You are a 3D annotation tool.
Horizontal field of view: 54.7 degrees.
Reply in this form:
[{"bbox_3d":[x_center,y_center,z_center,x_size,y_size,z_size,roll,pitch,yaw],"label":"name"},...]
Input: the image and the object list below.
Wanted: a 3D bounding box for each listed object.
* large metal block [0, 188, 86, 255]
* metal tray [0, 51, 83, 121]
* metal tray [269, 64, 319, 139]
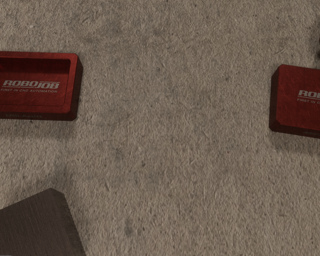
[{"bbox_3d":[-0.141,0.124,0.348,0.080,0.050,0.080,-23,72,-9],"label":"large metal block"},{"bbox_3d":[-0.178,-0.058,0.424,0.131,0.030,0.090,2,70,0],"label":"metal tray"},{"bbox_3d":[0.220,-0.032,0.420,0.131,0.030,0.090,9,70,3],"label":"metal tray"}]
